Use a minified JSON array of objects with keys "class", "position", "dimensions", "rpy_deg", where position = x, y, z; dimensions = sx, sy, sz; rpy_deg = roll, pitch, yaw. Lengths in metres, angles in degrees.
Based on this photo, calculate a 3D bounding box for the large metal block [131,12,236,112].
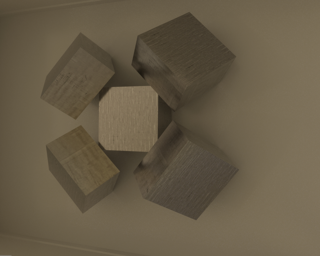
[{"class":"large metal block","position":[0.026,-0.079,0.364],"dimensions":[0.080,0.050,0.080],"rpy_deg":[-34,74,-28]}]

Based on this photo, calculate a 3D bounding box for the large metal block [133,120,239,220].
[{"class":"large metal block","position":[0.029,0.050,0.362],"dimensions":[0.080,0.050,0.080],"rpy_deg":[30,103,-29]}]

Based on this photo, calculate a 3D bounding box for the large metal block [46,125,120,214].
[{"class":"large metal block","position":[-0.103,0.056,0.410],"dimensions":[0.080,0.050,0.080],"rpy_deg":[48,149,13]}]

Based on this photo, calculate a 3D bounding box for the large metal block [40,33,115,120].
[{"class":"large metal block","position":[-0.108,-0.071,0.409],"dimensions":[0.050,0.080,0.080],"rpy_deg":[35,105,-28]}]

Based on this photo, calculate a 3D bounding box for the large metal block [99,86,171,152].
[{"class":"large metal block","position":[-0.032,-0.012,0.406],"dimensions":[0.080,0.050,0.080],"rpy_deg":[1,90,20]}]
